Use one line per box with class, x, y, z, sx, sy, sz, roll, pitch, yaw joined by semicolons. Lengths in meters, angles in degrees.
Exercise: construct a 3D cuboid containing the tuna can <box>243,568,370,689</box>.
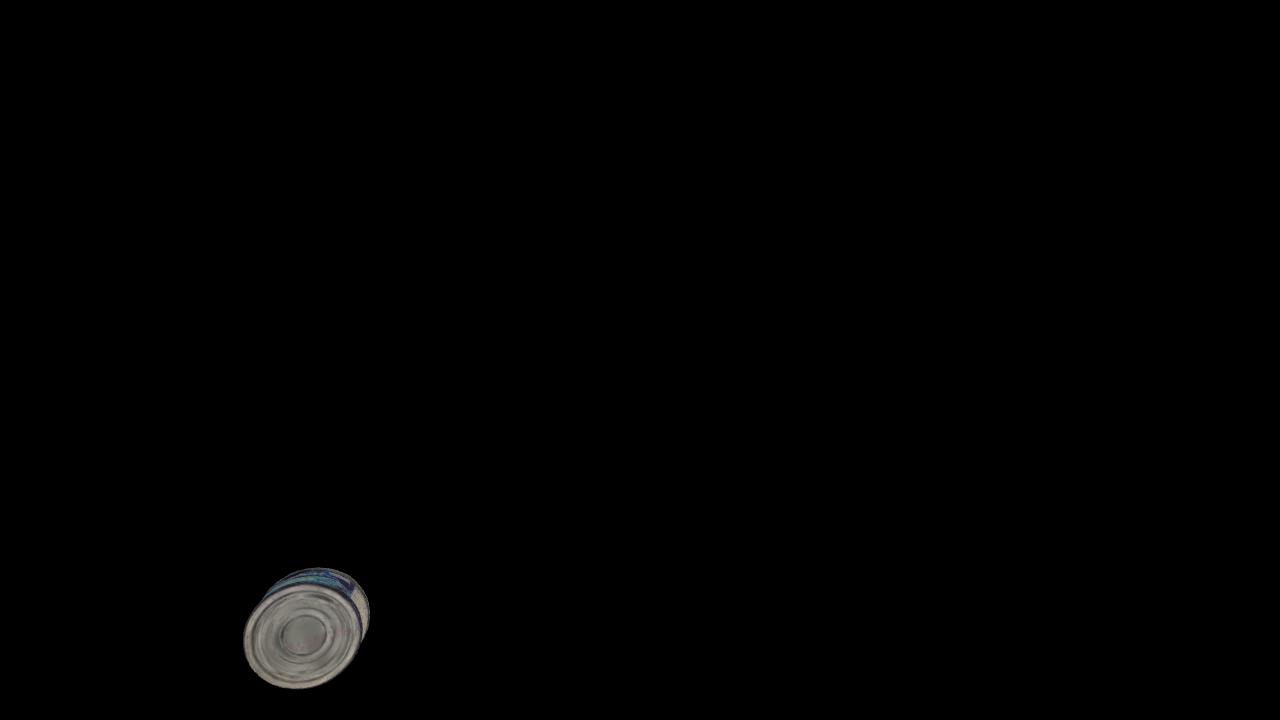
tuna can;-0.258;0.209;0.479;0.084;0.084;0.034;0;2;-14
